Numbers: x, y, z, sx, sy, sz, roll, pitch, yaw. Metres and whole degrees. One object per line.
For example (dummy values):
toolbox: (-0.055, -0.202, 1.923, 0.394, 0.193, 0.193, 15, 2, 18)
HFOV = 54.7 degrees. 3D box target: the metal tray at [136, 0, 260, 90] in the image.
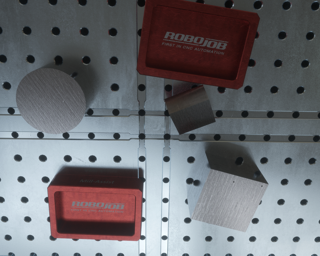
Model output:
metal tray: (0.043, -0.102, 0.373, 0.131, 0.030, 0.089, 8, 110, -4)

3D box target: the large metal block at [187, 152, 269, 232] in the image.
large metal block: (0.091, 0.090, 0.435, 0.080, 0.050, 0.079, 16, 109, -6)

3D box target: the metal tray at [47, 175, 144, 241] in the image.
metal tray: (-0.091, 0.117, 0.452, 0.131, 0.030, 0.089, 3, 110, -2)

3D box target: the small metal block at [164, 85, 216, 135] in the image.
small metal block: (0.039, -0.022, 0.393, 0.050, 0.025, 0.050, -20, 144, 7)

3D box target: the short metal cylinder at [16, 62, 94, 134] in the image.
short metal cylinder: (-0.127, -0.039, 0.384, 0.081, 0.050, 0.079, 0, 110, -1)
